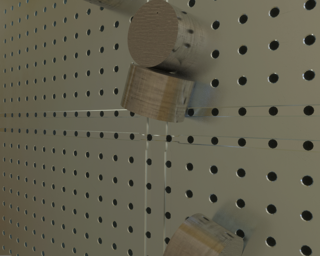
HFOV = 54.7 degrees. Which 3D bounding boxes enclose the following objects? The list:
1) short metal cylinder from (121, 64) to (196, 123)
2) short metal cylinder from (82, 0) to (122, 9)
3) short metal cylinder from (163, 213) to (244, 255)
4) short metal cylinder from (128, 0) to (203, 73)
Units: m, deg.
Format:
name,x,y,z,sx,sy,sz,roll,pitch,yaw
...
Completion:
name,x,y,z,sx,sy,sz,roll,pitch,yaw
short metal cylinder,-0.003,-0.043,0.376,0.080,0.081,0.050,25,106,37
short metal cylinder,-0.091,-0.228,0.468,0.080,0.050,0.079,0,90,40
short metal cylinder,0.047,0.141,0.335,0.050,0.081,0.079,24,105,37
short metal cylinder,0.006,-0.112,0.388,0.080,0.050,0.080,0,90,40
